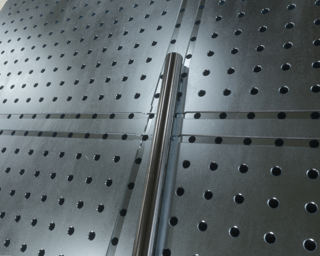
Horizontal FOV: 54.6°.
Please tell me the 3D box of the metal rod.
[{"bbox_3d":[0.000,0.027,0.392,0.025,0.025,0.300,-5,59,26],"label":"metal rod"}]
